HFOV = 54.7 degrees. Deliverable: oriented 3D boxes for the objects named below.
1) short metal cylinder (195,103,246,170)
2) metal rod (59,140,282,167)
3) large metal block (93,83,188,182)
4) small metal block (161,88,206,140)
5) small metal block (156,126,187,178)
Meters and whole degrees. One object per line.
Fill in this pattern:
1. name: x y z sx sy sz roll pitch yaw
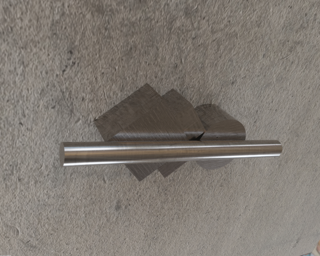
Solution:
1. short metal cylinder: 0.073 0.012 0.438 0.081 0.050 0.079 -14 124 -21
2. metal rod: 0.036 0.028 0.378 0.303 0.025 0.025 1 118 -29
3. large metal block: -0.020 0.006 0.383 0.080 0.050 0.080 -36 129 -4
4. small metal block: 0.027 -0.017 0.397 0.025 0.050 0.050 -37 130 -4
5. small metal block: 0.010 0.031 0.418 0.050 0.050 0.025 -36 130 -4
